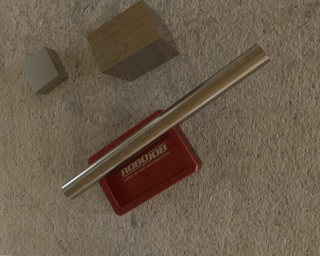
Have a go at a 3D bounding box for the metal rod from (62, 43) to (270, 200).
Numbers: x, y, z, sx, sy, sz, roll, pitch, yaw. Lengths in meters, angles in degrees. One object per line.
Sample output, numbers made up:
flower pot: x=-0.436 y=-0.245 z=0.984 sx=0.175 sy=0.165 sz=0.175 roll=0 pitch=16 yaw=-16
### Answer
metal rod: x=-0.005 y=0.002 z=0.377 sx=0.300 sy=0.025 sz=0.025 roll=-36 pitch=79 yaw=16

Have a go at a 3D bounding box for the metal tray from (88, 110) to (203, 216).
metal tray: x=-0.022 y=0.046 z=0.413 sx=0.130 sy=0.030 sz=0.090 roll=-34 pitch=79 yaw=16

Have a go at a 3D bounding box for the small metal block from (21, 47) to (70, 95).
small metal block: x=-0.174 y=-0.086 z=0.468 sx=0.050 sy=0.025 sz=0.050 roll=-32 pitch=80 yaw=17

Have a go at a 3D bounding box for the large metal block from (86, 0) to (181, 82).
large metal block: x=-0.030 y=-0.104 z=0.390 sx=0.080 sy=0.080 sz=0.050 roll=-27 pitch=82 yaw=18
